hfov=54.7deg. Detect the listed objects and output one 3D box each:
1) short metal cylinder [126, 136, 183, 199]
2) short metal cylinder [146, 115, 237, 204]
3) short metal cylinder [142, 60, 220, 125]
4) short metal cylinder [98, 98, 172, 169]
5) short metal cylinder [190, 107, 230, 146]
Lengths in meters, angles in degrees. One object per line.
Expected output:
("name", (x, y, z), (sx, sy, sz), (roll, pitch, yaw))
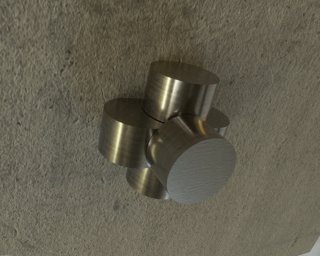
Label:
("short metal cylinder", (0.000, 0.047, 0.403), (0.081, 0.080, 0.050), (0, 119, -29))
("short metal cylinder", (0.032, 0.033, 0.327), (0.081, 0.050, 0.079), (-14, 125, -21))
("short metal cylinder", (0.024, -0.042, 0.361), (0.081, 0.080, 0.050), (-2, 119, -28))
("short metal cylinder", (-0.028, 0.004, 0.361), (0.081, 0.080, 0.050), (-1, 119, -28))
("short metal cylinder", (0.043, 0.003, 0.400), (0.081, 0.080, 0.050), (-1, 119, -29))
